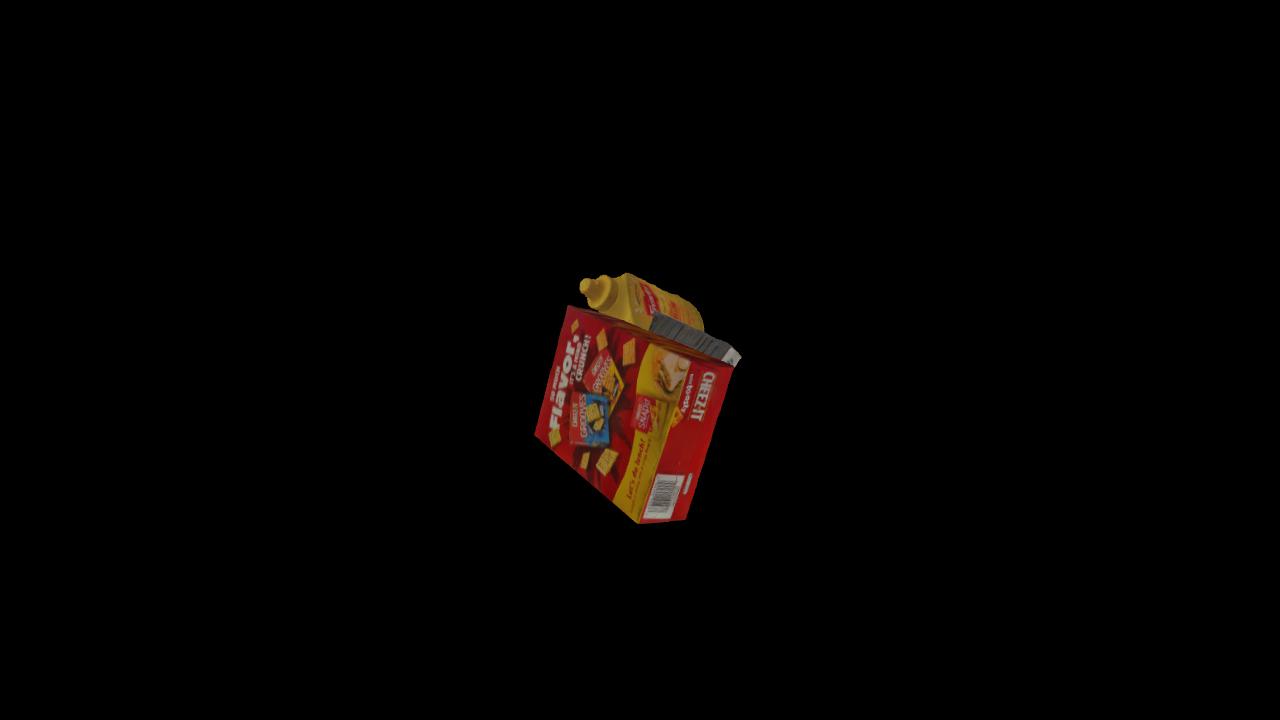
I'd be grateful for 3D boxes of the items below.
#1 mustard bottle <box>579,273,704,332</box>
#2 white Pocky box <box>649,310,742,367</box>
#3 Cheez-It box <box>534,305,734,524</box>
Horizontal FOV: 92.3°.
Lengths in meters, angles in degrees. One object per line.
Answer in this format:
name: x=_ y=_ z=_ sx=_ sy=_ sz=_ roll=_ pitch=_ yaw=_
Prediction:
mustard bottle: x=0.001 y=-0.060 z=0.762 sx=0.184 sy=0.092 sz=0.054 roll=22 pitch=-36 yaw=-39
white Pocky box: x=0.036 y=-0.001 z=0.695 sx=0.028 sy=0.084 sz=0.154 roll=40 pitch=-6 yaw=-38
Cheez-It box: x=-0.019 y=0.049 z=0.658 sx=0.071 sy=0.166 sz=0.223 roll=10 pitch=10 yaw=-40
